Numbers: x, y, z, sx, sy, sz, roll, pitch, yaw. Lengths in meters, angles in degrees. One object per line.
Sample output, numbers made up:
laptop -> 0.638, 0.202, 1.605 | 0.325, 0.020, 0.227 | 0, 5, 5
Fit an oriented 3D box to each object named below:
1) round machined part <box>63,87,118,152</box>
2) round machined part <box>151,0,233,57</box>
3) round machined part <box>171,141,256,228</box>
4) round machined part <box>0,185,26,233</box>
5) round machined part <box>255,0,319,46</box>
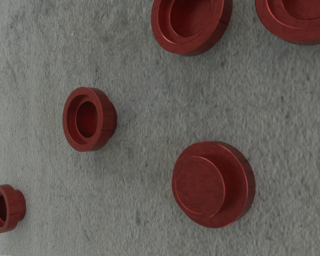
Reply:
round machined part -> -0.104, -0.013, 0.477 | 0.098, 0.042, 0.097 | 0, 90, 39
round machined part -> 0.040, -0.132, 0.359 | 0.098, 0.042, 0.097 | 0, 90, 39
round machined part -> 0.052, 0.064, 0.349 | 0.098, 0.042, 0.097 | 0, 90, 39
round machined part -> -0.319, 0.167, 0.653 | 0.098, 0.042, 0.097 | 0, 90, 39
round machined part -> 0.140, -0.123, 0.277 | 0.098, 0.042, 0.097 | 0, 90, 39
